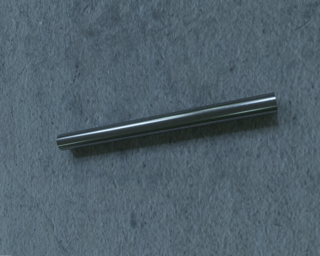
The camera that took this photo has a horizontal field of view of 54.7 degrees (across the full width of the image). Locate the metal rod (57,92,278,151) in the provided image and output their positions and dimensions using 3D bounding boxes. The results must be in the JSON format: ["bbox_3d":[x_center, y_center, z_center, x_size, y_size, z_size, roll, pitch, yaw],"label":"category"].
[{"bbox_3d":[-0.005,-0.004,0.409,0.301,0.025,0.025,-10,87,19],"label":"metal rod"}]
